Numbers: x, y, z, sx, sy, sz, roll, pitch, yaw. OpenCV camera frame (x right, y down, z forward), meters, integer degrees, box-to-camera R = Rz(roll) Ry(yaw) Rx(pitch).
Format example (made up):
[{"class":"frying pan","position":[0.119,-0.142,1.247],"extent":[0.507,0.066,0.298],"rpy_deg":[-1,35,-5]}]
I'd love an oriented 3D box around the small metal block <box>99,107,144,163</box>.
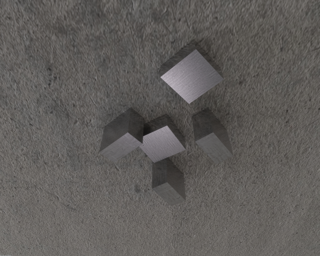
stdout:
[{"class":"small metal block","position":[-0.048,0.009,0.398],"extent":[0.050,0.050,0.025],"rpy_deg":[-34,122,25]}]

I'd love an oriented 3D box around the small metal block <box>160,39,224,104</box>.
[{"class":"small metal block","position":[0.036,-0.063,0.354],"extent":[0.050,0.025,0.050],"rpy_deg":[-35,122,26]}]

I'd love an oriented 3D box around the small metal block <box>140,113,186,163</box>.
[{"class":"small metal block","position":[0.000,0.015,0.420],"extent":[0.050,0.025,0.050],"rpy_deg":[-25,126,19]}]

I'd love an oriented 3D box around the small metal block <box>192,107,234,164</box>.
[{"class":"small metal block","position":[0.067,0.010,0.400],"extent":[0.025,0.050,0.050],"rpy_deg":[-30,124,23]}]

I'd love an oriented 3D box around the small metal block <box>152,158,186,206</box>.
[{"class":"small metal block","position":[0.013,0.079,0.458],"extent":[0.025,0.050,0.050],"rpy_deg":[-27,125,21]}]
